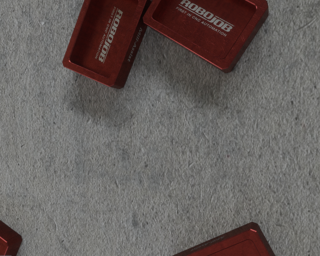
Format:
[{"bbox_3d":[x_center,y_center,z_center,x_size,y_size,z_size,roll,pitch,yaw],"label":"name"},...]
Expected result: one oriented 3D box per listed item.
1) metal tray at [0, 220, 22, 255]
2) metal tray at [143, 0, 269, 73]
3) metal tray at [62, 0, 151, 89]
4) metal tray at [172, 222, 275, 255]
[{"bbox_3d":[-0.290,0.215,0.509,0.090,0.030,0.129,27,99,18],"label":"metal tray"},{"bbox_3d":[0.055,-0.139,0.386,0.130,0.030,0.090,35,101,16],"label":"metal tray"},{"bbox_3d":[-0.073,-0.130,0.431,0.090,0.030,0.129,25,98,18],"label":"metal tray"},{"bbox_3d":[0.079,0.183,0.378,0.130,0.030,0.090,-30,80,17],"label":"metal tray"}]
